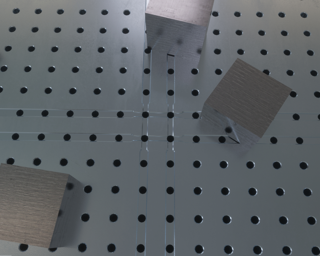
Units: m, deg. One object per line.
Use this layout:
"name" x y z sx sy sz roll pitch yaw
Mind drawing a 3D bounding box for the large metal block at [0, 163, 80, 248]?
"large metal block" -0.150 0.092 0.364 0.080 0.050 0.080 9 70 3

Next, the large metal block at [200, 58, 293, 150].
"large metal block" 0.111 -0.032 0.411 0.080 0.050 0.080 34 73 11

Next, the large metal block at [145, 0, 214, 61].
"large metal block" 0.027 -0.145 0.436 0.080 0.080 0.050 15 71 5
